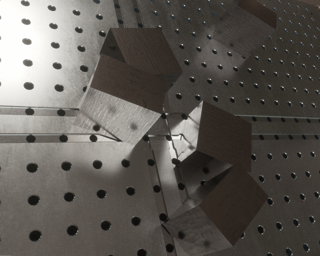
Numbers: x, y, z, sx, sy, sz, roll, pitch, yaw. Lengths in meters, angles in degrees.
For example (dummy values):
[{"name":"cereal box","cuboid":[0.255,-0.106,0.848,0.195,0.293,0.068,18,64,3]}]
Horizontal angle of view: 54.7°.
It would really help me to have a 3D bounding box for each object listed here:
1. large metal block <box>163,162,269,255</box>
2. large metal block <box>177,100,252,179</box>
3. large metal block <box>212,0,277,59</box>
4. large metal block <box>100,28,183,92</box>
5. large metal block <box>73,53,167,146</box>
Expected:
[{"name":"large metal block","cuboid":[0.062,0.094,0.351,0.050,0.080,0.081,50,51,6]},{"name":"large metal block","cuboid":[0.076,0.021,0.422,0.080,0.050,0.080,24,53,-14]},{"name":"large metal block","cuboid":[0.156,-0.189,0.575,0.080,0.080,0.050,27,52,-12]},{"name":"large metal block","cuboid":[-0.027,-0.093,0.435,0.081,0.050,0.080,-12,68,-34]},{"name":"large metal block","cuboid":[-0.048,-0.030,0.366,0.080,0.080,0.050,20,54,-17]}]
